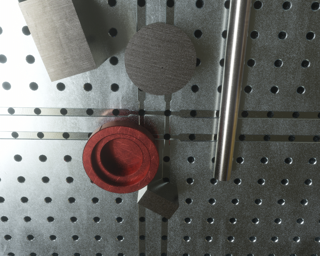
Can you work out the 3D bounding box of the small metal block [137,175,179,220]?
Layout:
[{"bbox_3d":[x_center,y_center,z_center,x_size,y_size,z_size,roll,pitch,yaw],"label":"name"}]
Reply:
[{"bbox_3d":[-0.002,0.093,0.435,0.050,0.050,0.025,30,107,-11],"label":"small metal block"}]

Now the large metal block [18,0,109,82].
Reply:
[{"bbox_3d":[-0.100,-0.104,0.344,0.050,0.080,0.080,-16,110,5],"label":"large metal block"}]

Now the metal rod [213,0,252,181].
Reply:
[{"bbox_3d":[0.092,-0.070,0.388,0.025,0.025,0.298,1,110,-1],"label":"metal rod"}]

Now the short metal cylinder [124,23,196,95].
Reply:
[{"bbox_3d":[0.000,-0.084,0.369,0.081,0.050,0.079,0,110,-1],"label":"short metal cylinder"}]

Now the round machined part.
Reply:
[{"bbox_3d":[-0.050,0.035,0.417,0.099,0.042,0.097,0,110,-1],"label":"round machined part"}]
